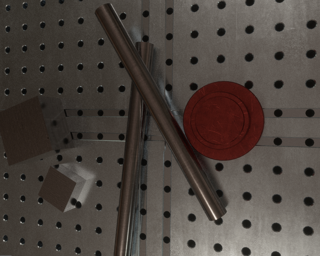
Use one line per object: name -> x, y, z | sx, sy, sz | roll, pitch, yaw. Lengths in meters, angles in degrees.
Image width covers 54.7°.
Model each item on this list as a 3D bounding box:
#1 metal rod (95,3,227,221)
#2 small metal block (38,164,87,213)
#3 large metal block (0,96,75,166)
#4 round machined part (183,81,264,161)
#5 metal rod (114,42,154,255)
metal rod -> 0.000, -0.021, 0.392 | 0.025, 0.025, 0.299 | -30, 88, 17
small metal block -> -0.146, 0.089, 0.462 | 0.050, 0.025, 0.050 | 28, 99, 17
large metal block -> -0.186, 0.005, 0.463 | 0.080, 0.050, 0.080 | -19, 84, 18
round machined part -> 0.075, -0.009, 0.377 | 0.098, 0.042, 0.097 | 0, 90, 19
metal rod -> -0.036, 0.035, 0.424 | 0.025, 0.025, 0.298 | 7, 92, 19
